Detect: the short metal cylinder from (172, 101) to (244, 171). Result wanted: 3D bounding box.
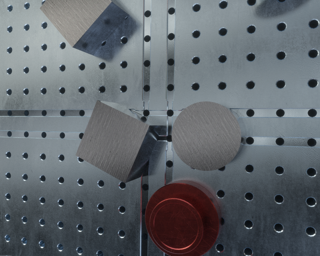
[{"bbox_3d":[0.060,0.009,0.378,0.080,0.050,0.080,0,90,20],"label":"short metal cylinder"}]

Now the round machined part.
[{"bbox_3d":[0.026,0.119,0.394,0.098,0.042,0.097,0,90,20],"label":"round machined part"}]

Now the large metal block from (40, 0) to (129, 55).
[{"bbox_3d":[-0.106,-0.164,0.437,0.080,0.050,0.080,-44,77,15],"label":"large metal block"}]

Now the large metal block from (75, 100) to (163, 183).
[{"bbox_3d":[-0.054,0.016,0.418,0.080,0.050,0.080,26,98,18],"label":"large metal block"}]
